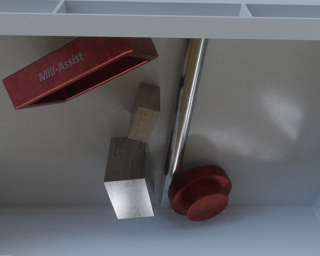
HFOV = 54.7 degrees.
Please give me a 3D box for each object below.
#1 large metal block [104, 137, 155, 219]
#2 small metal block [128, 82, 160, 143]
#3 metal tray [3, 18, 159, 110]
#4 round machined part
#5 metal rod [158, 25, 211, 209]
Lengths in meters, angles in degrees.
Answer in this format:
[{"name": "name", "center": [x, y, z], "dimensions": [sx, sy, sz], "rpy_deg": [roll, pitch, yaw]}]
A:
[{"name": "large metal block", "center": [-0.038, 0.067, 0.430], "dimensions": [0.050, 0.080, 0.080], "rpy_deg": [-6, 130, 5]}, {"name": "small metal block", "center": [-0.019, -0.019, 0.376], "dimensions": [0.025, 0.050, 0.050], "rpy_deg": [13, 129, -11]}, {"name": "metal tray", "center": [-0.075, -0.060, 0.312], "dimensions": [0.130, 0.090, 0.030], "rpy_deg": [-22, 93, 17]}, {"name": "round machined part", "center": [0.065, 0.105, 0.472], "dimensions": [0.099, 0.042, 0.097], "rpy_deg": [-12, 134, -12]}, {"name": "metal rod", "center": [0.025, 0.011, 0.418], "dimensions": [0.025, 0.025, 0.298], "rpy_deg": [4, 130, -4]}]
